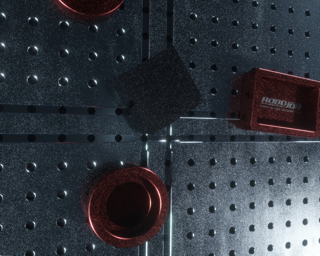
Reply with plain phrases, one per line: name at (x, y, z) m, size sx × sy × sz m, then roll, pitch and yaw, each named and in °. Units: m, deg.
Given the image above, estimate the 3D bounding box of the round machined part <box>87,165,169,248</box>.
round machined part at (-0.042, 0.094, 0.388) m, size 0.099 × 0.042 × 0.097 m, roll 0°, pitch 90°, yaw -20°

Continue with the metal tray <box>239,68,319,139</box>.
metal tray at (0.190, -0.035, 0.479) m, size 0.131 × 0.030 × 0.089 m, roll 7°, pitch 88°, yaw -20°

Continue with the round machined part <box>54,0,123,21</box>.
round machined part at (-0.085, -0.184, 0.372) m, size 0.099 × 0.042 × 0.097 m, roll 0°, pitch 90°, yaw -20°

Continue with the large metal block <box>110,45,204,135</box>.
large metal block at (-0.004, -0.047, 0.398) m, size 0.080 × 0.050 × 0.080 m, roll -34°, pitch 101°, yaw -17°
